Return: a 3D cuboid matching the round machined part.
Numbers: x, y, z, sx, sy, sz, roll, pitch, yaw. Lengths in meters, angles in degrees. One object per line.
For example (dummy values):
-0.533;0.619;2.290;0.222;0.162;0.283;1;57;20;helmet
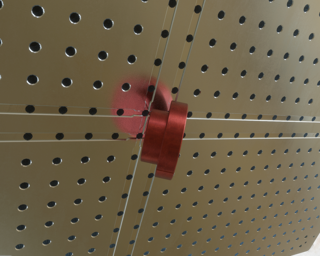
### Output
0.003;0.013;0.387;0.042;0.098;0.097;13;116;1;round machined part
